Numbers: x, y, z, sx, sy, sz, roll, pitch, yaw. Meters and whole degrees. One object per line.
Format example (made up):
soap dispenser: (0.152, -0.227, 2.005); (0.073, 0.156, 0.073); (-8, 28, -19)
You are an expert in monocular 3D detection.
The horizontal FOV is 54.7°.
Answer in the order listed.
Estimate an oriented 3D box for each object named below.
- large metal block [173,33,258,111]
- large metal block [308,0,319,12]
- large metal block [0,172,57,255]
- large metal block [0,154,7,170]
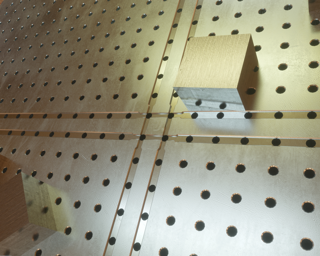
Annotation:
large metal block: (0.073, -0.071, 0.396); (0.080, 0.050, 0.080); (6, 64, 30)
large metal block: (0.230, -0.206, 0.398); (0.080, 0.050, 0.080); (-6, 59, 24)
large metal block: (-0.195, 0.120, 0.418); (0.080, 0.050, 0.080); (-34, 52, 5)
large metal block: (-0.319, 0.051, 0.506); (0.080, 0.080, 0.050); (4, 64, 30)
